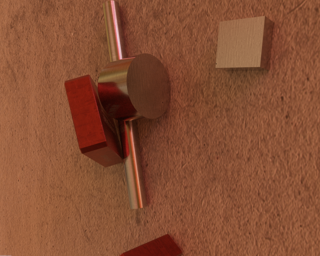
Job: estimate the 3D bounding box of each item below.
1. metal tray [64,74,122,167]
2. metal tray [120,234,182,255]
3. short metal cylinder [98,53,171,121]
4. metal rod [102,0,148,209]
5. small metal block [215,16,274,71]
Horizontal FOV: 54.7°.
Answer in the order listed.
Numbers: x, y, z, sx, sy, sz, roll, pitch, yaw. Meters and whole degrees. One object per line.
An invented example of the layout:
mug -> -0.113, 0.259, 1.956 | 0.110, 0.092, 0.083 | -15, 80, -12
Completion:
metal tray -> -0.082, -0.002, 0.407 | 0.030, 0.130, 0.090 | -17, 75, -2
metal tray -> -0.038, 0.197, 0.391 | 0.030, 0.091, 0.129 | 46, 117, 30
short metal cylinder -> -0.031, -0.050, 0.393 | 0.050, 0.081, 0.079 | -3, 88, 39
metal rod -> -0.051, -0.037, 0.444 | 0.025, 0.025, 0.298 | -14, 81, 39
small metal block -> 0.090, -0.088, 0.330 | 0.050, 0.025, 0.050 | 7, 95, 39
